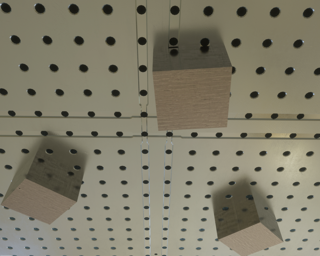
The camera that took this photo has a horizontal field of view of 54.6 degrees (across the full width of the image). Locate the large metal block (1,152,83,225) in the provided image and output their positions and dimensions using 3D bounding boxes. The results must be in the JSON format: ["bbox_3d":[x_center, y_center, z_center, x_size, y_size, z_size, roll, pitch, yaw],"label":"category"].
[{"bbox_3d":[-0.178,0.095,0.474,0.080,0.050,0.080,34,122,-26],"label":"large metal block"}]

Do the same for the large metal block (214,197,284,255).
[{"bbox_3d":[0.155,0.176,0.546,0.080,0.050,0.080,-34,123,25],"label":"large metal block"}]

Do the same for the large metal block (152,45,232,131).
[{"bbox_3d":[0.035,-0.045,0.357,0.080,0.050,0.080,-3,130,2],"label":"large metal block"}]
